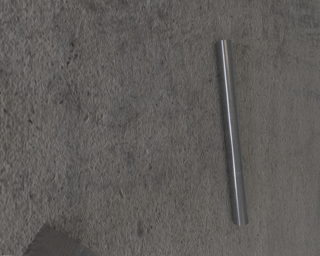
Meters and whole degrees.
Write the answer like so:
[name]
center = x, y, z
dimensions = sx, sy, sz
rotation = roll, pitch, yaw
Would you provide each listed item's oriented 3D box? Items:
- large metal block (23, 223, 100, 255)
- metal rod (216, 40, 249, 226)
[large metal block]
center = -0.097, 0.146, 0.288
dimensions = 0.050, 0.080, 0.080
rotation = 45, 63, -31
[metal rod]
center = 0.118, 0.011, 0.503
dimensions = 0.025, 0.025, 0.298
rotation = -12, 98, -39
